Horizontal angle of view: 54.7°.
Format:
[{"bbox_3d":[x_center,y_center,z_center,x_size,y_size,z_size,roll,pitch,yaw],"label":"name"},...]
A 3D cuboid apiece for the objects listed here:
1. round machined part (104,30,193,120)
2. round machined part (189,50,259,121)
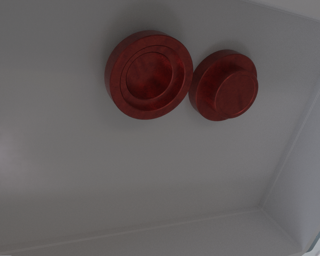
[{"bbox_3d":[-0.015,-0.062,0.351,0.099,0.042,0.097,-14,124,-21],"label":"round machined part"},{"bbox_3d":[0.091,-0.052,0.415,0.099,0.042,0.097,-14,124,-21],"label":"round machined part"}]
